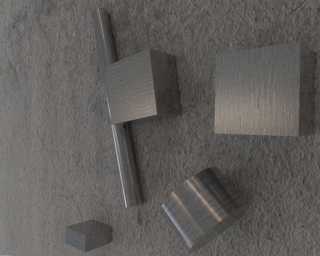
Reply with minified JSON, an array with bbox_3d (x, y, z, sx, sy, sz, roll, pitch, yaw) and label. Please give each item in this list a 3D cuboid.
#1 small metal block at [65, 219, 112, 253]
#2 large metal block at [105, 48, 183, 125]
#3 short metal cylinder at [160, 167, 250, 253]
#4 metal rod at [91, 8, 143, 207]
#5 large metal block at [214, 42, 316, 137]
[{"bbox_3d":[-0.110,0.166,0.480,0.050,0.050,0.025,3,92,40],"label":"small metal block"},{"bbox_3d":[-0.022,-0.049,0.407,0.080,0.050,0.080,-11,83,39],"label":"large metal block"},{"bbox_3d":[0.048,0.087,0.330,0.050,0.081,0.080,51,120,28],"label":"short metal cylinder"},{"bbox_3d":[-0.065,-0.036,0.458,0.025,0.025,0.299,-19,78,38],"label":"metal rod"},{"bbox_3d":[0.102,-0.034,0.304,0.080,0.050,0.079,2,91,40],"label":"large metal block"}]
